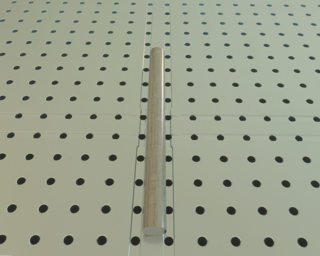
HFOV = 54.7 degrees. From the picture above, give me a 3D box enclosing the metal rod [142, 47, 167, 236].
[{"bbox_3d":[-0.005,-0.009,0.415,0.025,0.025,0.300,0,50,0],"label":"metal rod"}]
